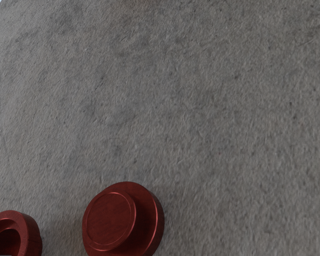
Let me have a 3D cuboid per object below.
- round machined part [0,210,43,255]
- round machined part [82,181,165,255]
[{"bbox_3d":[-0.191,0.158,0.394,0.098,0.042,0.098,-13,56,20],"label":"round machined part"},{"bbox_3d":[-0.048,0.107,0.351,0.098,0.042,0.098,-13,56,20],"label":"round machined part"}]
